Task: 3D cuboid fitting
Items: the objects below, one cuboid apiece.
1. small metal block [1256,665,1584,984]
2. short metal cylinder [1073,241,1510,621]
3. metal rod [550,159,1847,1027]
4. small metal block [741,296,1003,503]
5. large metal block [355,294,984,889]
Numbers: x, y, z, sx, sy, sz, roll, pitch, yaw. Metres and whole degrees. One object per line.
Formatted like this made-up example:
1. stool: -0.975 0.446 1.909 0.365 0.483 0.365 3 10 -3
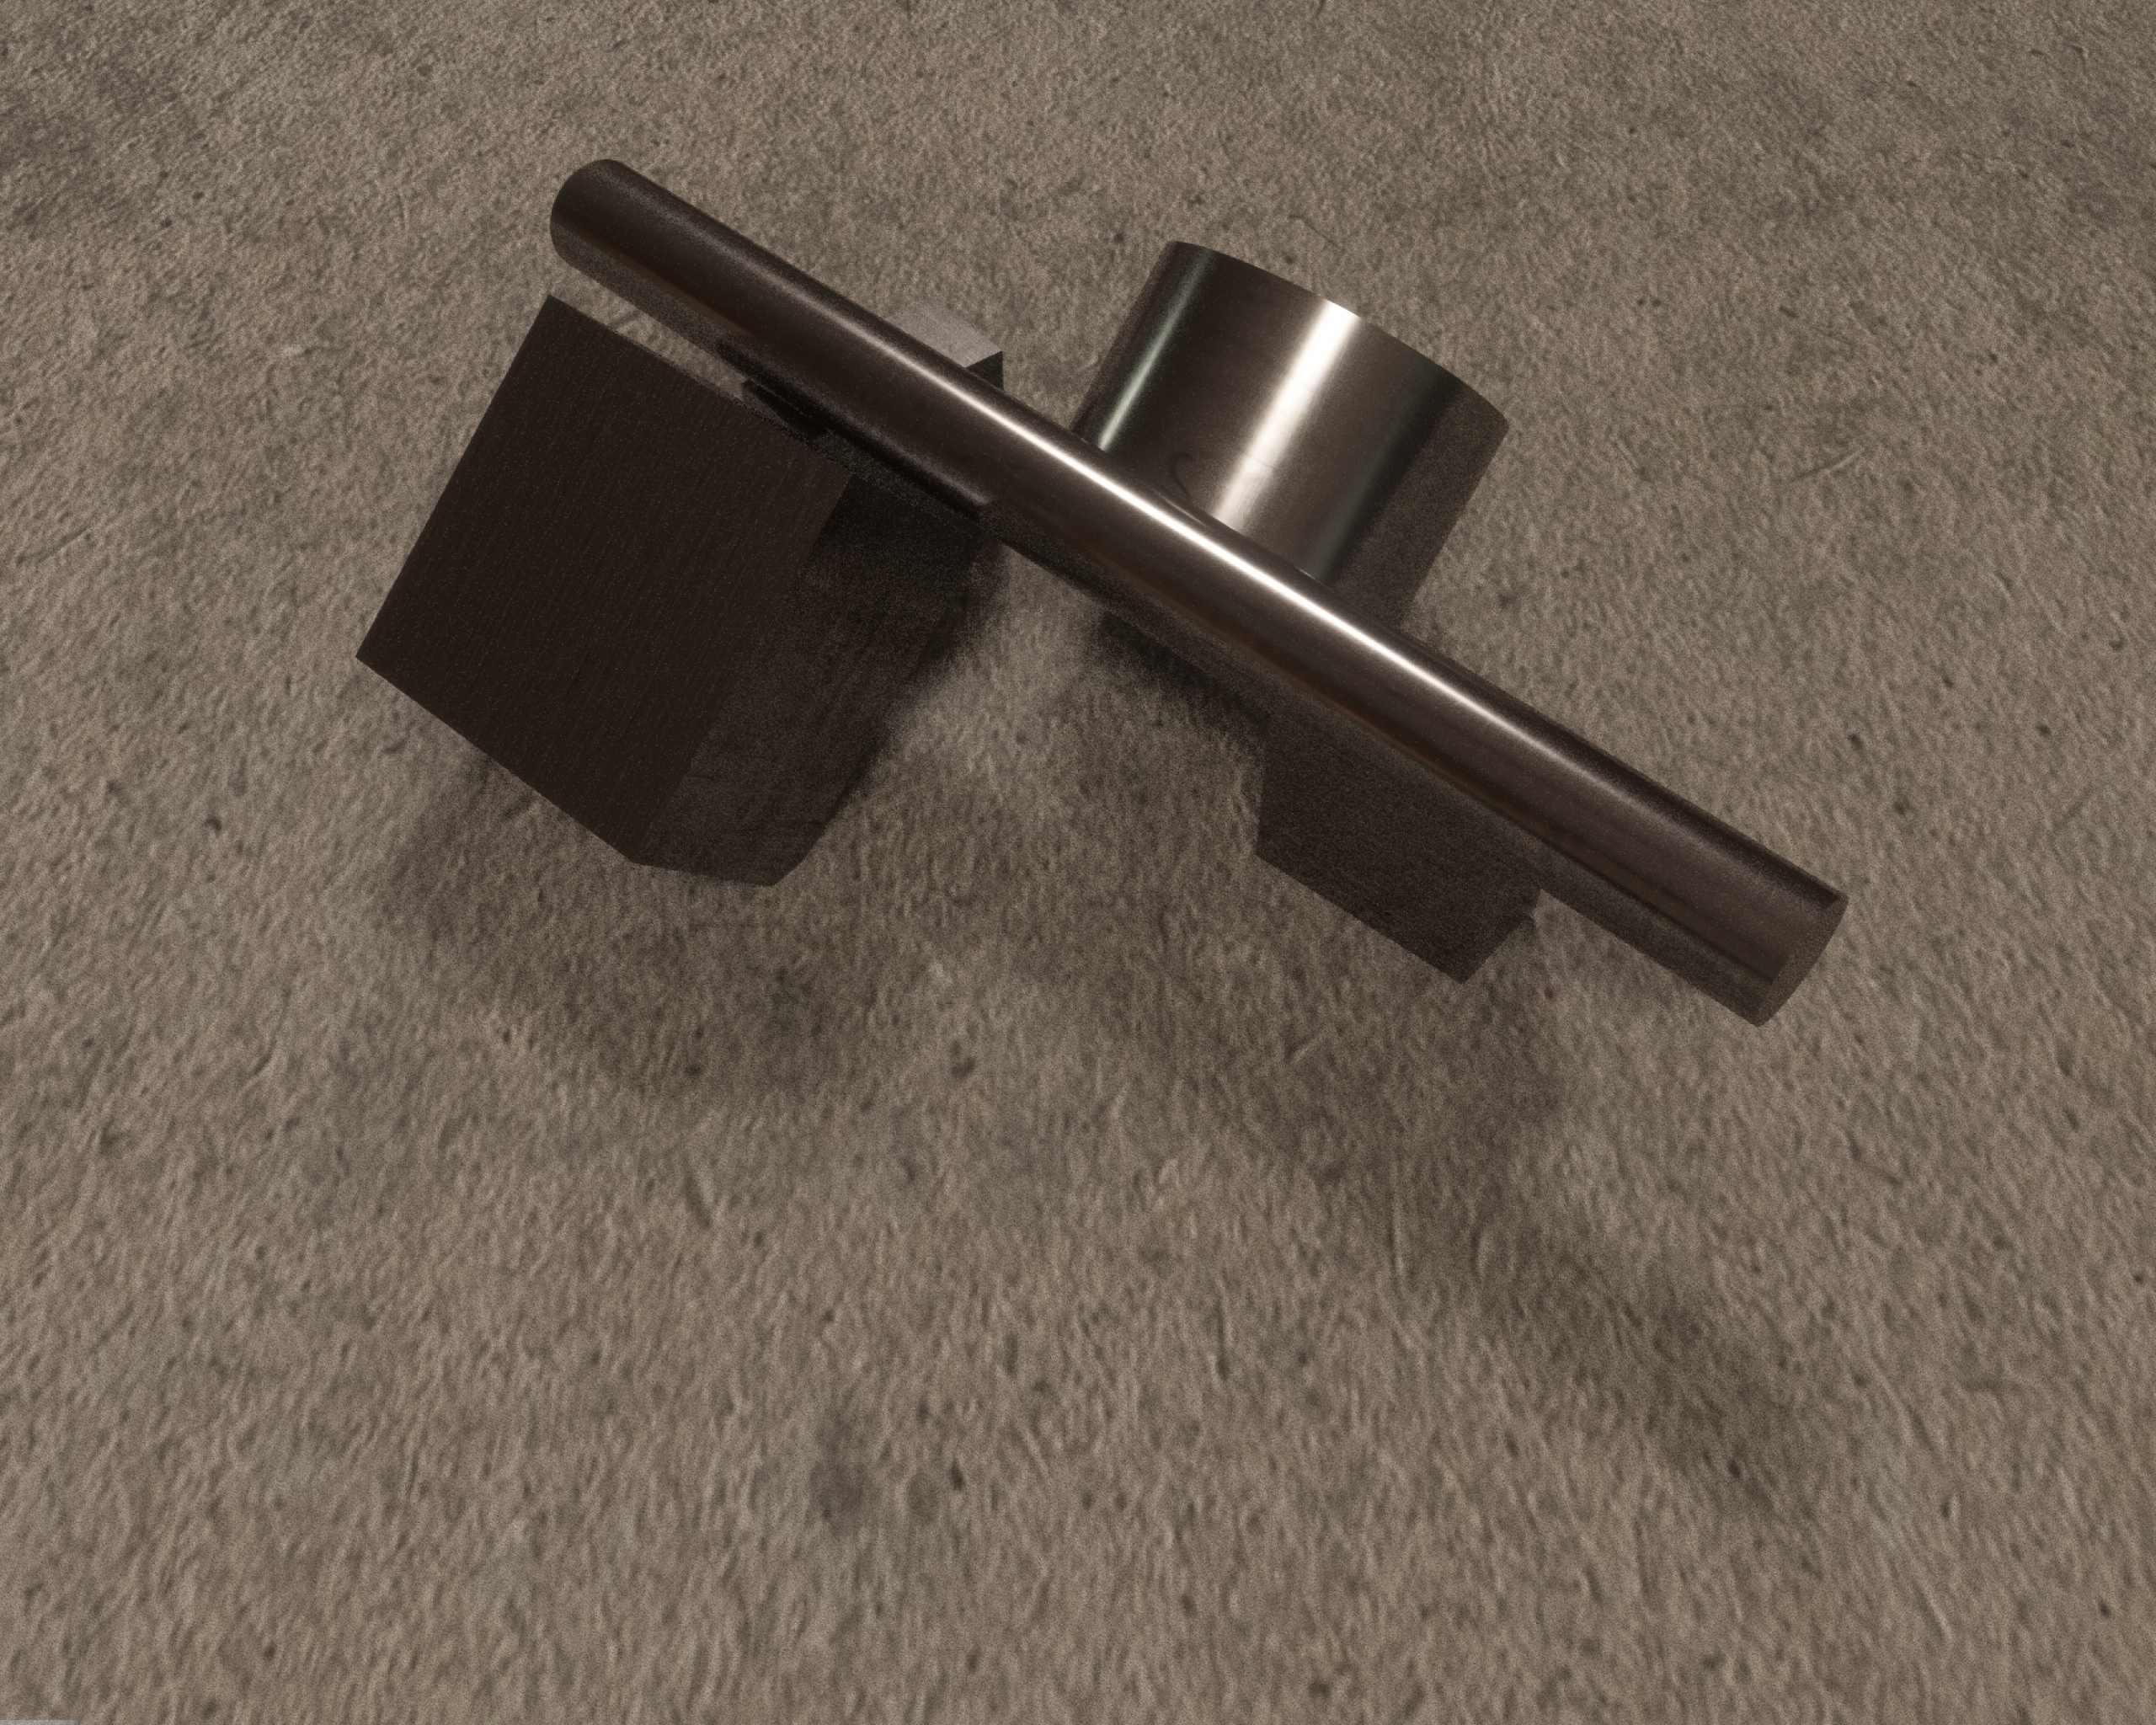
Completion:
1. small metal block: 0.063 -0.012 0.396 0.050 0.050 0.025 33 58 24
2. short metal cylinder: 0.042 -0.086 0.434 0.080 0.080 0.050 32 98 23
3. metal rod: 0.004 -0.063 0.393 0.300 0.025 0.025 36 58 26
4. small metal block: -0.044 -0.090 0.464 0.050 0.050 0.025 -32 57 -24
5. large metal block: -0.080 -0.051 0.408 0.080 0.050 0.080 33 98 24
